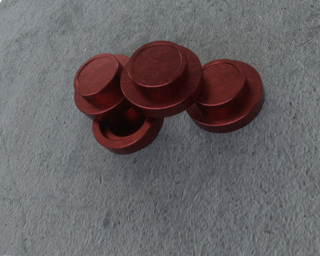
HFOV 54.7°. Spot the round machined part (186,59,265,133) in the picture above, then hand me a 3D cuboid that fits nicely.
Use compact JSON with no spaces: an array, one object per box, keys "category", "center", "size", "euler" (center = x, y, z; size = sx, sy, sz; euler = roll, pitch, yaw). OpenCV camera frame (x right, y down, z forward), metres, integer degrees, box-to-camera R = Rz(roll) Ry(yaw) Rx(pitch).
[{"category":"round machined part","center":[0.075,-0.046,0.382],"size":[0.098,0.042,0.098],"euler":[-13,56,20]}]

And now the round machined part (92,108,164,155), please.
[{"category":"round machined part","center":[-0.038,-0.008,0.418],"size":[0.098,0.042,0.098],"euler":[-13,56,20]}]

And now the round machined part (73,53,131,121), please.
[{"category":"round machined part","center":[-0.075,-0.061,0.415],"size":[0.098,0.042,0.098],"euler":[-13,56,20]}]

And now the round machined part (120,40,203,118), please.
[{"category":"round machined part","center":[0.000,-0.064,0.365],"size":[0.098,0.042,0.098],"euler":[-5,60,10]}]

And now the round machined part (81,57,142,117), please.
[{"category":"round machined part","center":[-0.082,-0.070,0.477],"size":[0.098,0.042,0.098],"euler":[-13,56,20]}]
